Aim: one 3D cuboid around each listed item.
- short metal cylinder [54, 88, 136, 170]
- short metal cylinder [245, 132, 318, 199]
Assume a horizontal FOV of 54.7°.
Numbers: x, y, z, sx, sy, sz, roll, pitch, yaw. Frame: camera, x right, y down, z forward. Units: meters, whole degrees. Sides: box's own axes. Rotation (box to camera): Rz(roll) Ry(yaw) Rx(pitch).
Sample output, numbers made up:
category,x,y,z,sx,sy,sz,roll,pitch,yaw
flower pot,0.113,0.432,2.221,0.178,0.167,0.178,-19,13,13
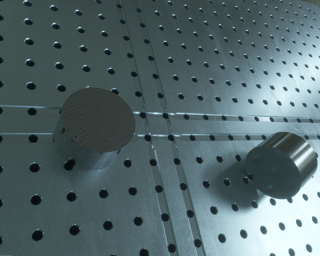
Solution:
category,x,y,z,sx,sy,sz,roll,pitch,yaw
short metal cylinder,-0.074,0.001,0.351,0.081,0.050,0.080,14,56,-21
short metal cylinder,0.168,0.051,0.431,0.050,0.080,0.080,-27,77,-37
